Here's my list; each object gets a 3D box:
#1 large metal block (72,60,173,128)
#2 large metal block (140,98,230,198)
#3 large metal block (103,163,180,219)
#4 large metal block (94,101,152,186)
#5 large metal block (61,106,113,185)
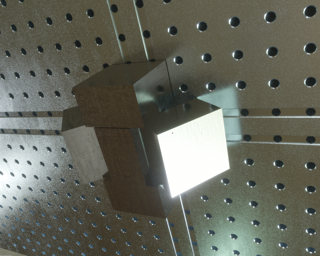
[{"bbox_3d":[-0.041,-0.041,0.369,0.080,0.080,0.050,1,119,27],"label":"large metal block"},{"bbox_3d":[0.029,0.020,0.361,0.050,0.081,0.079,33,141,57],"label":"large metal block"},{"bbox_3d":[-0.017,0.072,0.426,0.080,0.080,0.050,1,119,27],"label":"large metal block"},{"bbox_3d":[-0.030,0.016,0.399,0.050,0.080,0.079,1,119,27],"label":"large metal block"},{"bbox_3d":[-0.096,0.017,0.426,0.050,0.080,0.080,-17,116,-8],"label":"large metal block"}]
